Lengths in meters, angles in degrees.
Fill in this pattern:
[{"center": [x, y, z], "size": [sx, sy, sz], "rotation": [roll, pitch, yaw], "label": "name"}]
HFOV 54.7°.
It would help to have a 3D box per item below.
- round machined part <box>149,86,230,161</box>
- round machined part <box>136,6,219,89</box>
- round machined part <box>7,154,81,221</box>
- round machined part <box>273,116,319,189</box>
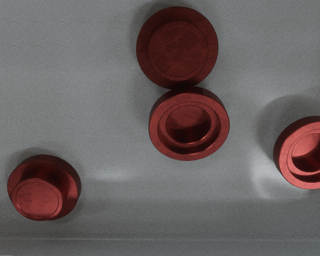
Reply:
[{"center": [0.035, -0.009, 0.393], "size": [0.099, 0.042, 0.097], "rotation": [-1, 122, -1], "label": "round machined part"}, {"center": [0.021, -0.093, 0.368], "size": [0.099, 0.042, 0.097], "rotation": [0, 110, -1], "label": "round machined part"}, {"center": [-0.164, 0.090, 0.433], "size": [0.099, 0.042, 0.097], "rotation": [0, 110, -1], "label": "round machined part"}, {"center": [0.201, 0.029, 0.416], "size": [0.099, 0.042, 0.097], "rotation": [0, 110, -1], "label": "round machined part"}]
